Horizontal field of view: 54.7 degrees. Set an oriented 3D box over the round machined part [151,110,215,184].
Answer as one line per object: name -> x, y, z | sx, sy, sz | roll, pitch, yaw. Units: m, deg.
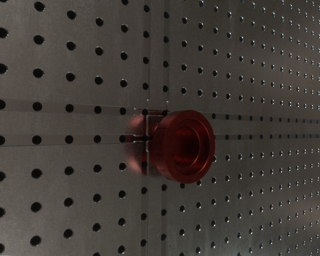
round machined part -> 0.027, 0.025, 0.423 | 0.099, 0.042, 0.097 | 0, 90, -40
